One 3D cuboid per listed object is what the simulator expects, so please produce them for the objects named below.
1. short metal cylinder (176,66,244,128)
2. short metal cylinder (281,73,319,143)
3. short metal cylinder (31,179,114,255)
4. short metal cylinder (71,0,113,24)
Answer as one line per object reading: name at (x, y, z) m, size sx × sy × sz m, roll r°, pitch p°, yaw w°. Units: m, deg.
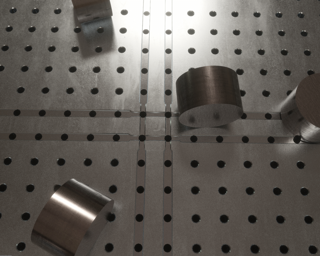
short metal cylinder at (0.062, -0.037, 0.397) m, size 0.081 × 0.080 × 0.050 m, roll -3°, pitch 70°, yaw -2°
short metal cylinder at (0.210, -0.026, 0.410) m, size 0.081 × 0.050 × 0.080 m, roll 0°, pitch 70°, yaw 0°
short metal cylinder at (-0.094, 0.104, 0.344) m, size 0.050 × 0.080 × 0.080 m, roll 27°, pitch 72°, yaw 9°
short metal cylinder at (-0.106, -0.199, 0.454) m, size 0.050 × 0.080 × 0.080 m, roll -17°, pitch 71°, yaw -6°
